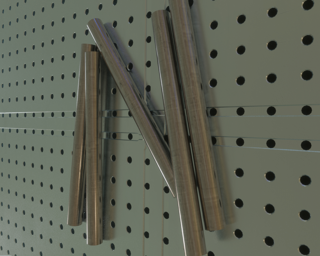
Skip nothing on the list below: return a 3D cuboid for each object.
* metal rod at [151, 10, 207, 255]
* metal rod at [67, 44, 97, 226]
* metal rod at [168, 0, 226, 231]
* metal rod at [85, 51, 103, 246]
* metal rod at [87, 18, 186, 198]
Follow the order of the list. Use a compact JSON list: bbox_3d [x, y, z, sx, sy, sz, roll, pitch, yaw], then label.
[{"bbox_3d":[0.020,-0.003,0.377,0.025,0.025,0.299,-17,75,38],"label":"metal rod"},{"bbox_3d":[-0.130,0.014,0.513,0.025,0.025,0.298,10,96,39],"label":"metal rod"},{"bbox_3d":[0.042,-0.032,0.373,0.025,0.025,0.298,-14,81,39],"label":"metal rod"},{"bbox_3d":[-0.103,0.033,0.485,0.025,0.025,0.298,2,93,39],"label":"metal rod"},{"bbox_3d":[-0.038,-0.042,0.438,0.025,0.025,0.299,-42,65,32],"label":"metal rod"}]
